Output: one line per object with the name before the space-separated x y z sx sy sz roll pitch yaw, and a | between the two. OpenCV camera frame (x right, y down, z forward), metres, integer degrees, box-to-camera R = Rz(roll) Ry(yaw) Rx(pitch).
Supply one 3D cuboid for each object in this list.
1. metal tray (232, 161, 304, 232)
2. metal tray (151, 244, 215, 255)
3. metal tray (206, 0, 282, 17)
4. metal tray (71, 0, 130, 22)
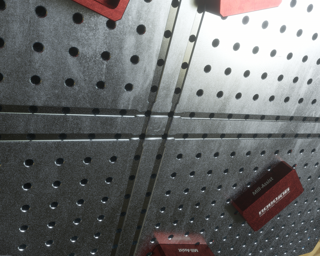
metal tray | 0.214 0.135 0.607 0.130 0.030 0.090 -40 129 -1
metal tray | 0.033 0.266 0.589 0.131 0.030 0.090 16 110 -35
metal tray | 0.097 -0.197 0.339 0.091 0.030 0.129 -17 125 -19
metal tray | -0.052 -0.174 0.271 0.091 0.030 0.129 17 109 -35
